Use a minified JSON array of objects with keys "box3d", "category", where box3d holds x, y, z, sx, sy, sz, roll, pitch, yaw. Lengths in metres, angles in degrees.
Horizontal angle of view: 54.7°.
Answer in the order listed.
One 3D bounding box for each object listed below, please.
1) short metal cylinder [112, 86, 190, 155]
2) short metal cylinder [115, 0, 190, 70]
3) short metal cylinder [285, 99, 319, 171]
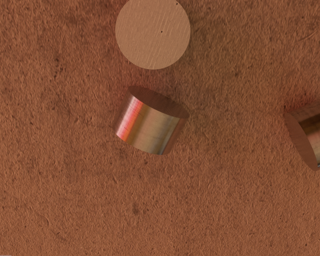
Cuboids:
[{"box3d":[-0.011,-0.011,0.376,0.080,0.080,0.050,24,109,-9],"category":"short metal cylinder"},{"box3d":[-0.008,-0.111,0.355,0.081,0.050,0.079,0,110,0],"category":"short metal cylinder"},{"box3d":[0.199,0.007,0.385,0.050,0.080,0.080,-24,109,9],"category":"short metal cylinder"}]
